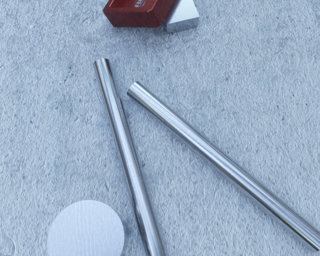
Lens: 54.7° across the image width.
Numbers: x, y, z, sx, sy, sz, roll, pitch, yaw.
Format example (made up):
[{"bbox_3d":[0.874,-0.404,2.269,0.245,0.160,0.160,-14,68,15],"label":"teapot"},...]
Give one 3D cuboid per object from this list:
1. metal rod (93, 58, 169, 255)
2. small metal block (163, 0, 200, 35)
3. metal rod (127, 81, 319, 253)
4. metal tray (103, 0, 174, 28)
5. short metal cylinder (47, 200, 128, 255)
[{"bbox_3d":[-0.038,0.042,0.392,0.025,0.025,0.299,-16,71,-6],"label":"metal rod"},{"bbox_3d":[0.027,-0.176,0.473,0.050,0.025,0.050,-15,71,-6],"label":"small metal block"},{"bbox_3d":[0.074,0.040,0.394,0.300,0.025,0.025,40,75,13],"label":"metal rod"},{"bbox_3d":[-0.017,-0.209,0.462,0.090,0.030,0.130,13,68,32],"label":"metal tray"},{"bbox_3d":[-0.078,0.125,0.348,0.081,0.050,0.080,0,70,0],"label":"short metal cylinder"}]
